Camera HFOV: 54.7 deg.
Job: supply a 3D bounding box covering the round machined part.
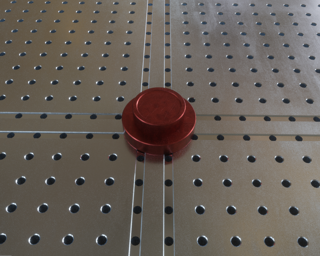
[{"bbox_3d":[-0.001,-0.016,0.410,0.099,0.042,0.098,0,50,0],"label":"round machined part"}]
